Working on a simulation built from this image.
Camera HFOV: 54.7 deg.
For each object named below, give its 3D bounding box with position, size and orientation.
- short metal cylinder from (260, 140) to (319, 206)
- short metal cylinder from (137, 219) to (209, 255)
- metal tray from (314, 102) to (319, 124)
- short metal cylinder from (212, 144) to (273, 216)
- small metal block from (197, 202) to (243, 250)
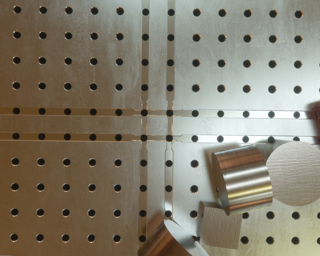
[{"bbox_3d":[0.167,0.056,0.402,0.081,0.050,0.080,0,90,0],"label":"short metal cylinder"},{"bbox_3d":[0.019,0.161,0.386,0.080,0.080,0.050,40,90,0],"label":"short metal cylinder"},{"bbox_3d":[0.273,0.015,0.412,0.090,0.030,0.129,-17,90,0],"label":"metal tray"},{"bbox_3d":[0.100,0.064,0.387,0.050,0.080,0.080,-12,90,0],"label":"short metal cylinder"},{"bbox_3d":[0.079,0.130,0.414,0.050,0.025,0.050,8,90,0],"label":"small metal block"}]
